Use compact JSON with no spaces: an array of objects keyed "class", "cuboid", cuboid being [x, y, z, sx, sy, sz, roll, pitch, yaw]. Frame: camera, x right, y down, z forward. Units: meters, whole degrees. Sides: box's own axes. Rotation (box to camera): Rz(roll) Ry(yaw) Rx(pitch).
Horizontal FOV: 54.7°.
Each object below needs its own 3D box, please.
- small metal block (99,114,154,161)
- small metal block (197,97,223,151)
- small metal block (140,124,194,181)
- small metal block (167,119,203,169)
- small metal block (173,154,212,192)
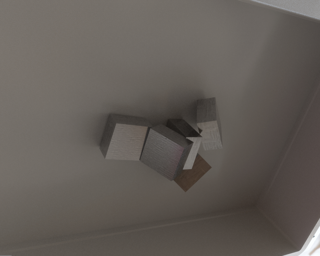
[{"class":"small metal block","cuboid":[-0.043,0.013,0.391,0.050,0.025,0.050,7,115,-32]},{"class":"small metal block","cuboid":[0.068,-0.006,0.423,0.025,0.050,0.050,-9,129,15]},{"class":"small metal block","cuboid":[0.008,0.030,0.391,0.025,0.050,0.050,-24,139,-55]},{"class":"small metal block","cuboid":[0.027,0.022,0.421,0.025,0.050,0.050,1,118,-29]},{"class":"small metal block","cuboid":[0.044,0.061,0.451,0.050,0.050,0.025,-44,95,1]}]
